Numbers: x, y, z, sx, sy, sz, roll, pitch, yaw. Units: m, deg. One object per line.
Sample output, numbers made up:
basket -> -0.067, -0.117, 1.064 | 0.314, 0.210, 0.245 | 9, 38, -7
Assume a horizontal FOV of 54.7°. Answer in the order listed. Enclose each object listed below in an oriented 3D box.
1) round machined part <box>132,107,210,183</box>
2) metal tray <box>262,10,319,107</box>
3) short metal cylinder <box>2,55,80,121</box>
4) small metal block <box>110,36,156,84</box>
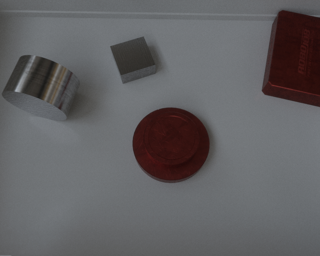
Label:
round machined part -> 0.014, 0.018, 0.394 | 0.099, 0.042, 0.098 | 0, 70, -1
metal tray -> 0.205, -0.102, 0.447 | 0.090, 0.030, 0.130 | 14, 70, 4
short metal cylinder -> -0.150, -0.049, 0.397 | 0.080, 0.080, 0.050 | 14, 71, 5
small metal block -> -0.038, -0.097, 0.445 | 0.050, 0.025, 0.050 | -19, 71, -7
